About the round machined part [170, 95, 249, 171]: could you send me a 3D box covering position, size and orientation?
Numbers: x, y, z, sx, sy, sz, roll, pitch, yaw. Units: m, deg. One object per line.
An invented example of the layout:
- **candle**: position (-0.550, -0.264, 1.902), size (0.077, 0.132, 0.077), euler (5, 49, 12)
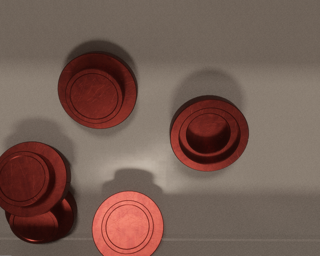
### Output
- **round machined part**: position (0.062, 0.004, 0.405), size (0.099, 0.042, 0.097), euler (0, 110, -1)

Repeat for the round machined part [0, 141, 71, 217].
- **round machined part**: position (-0.170, 0.065, 0.401), size (0.099, 0.042, 0.097), euler (0, 80, -1)

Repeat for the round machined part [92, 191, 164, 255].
- **round machined part**: position (-0.044, 0.135, 0.425), size (0.099, 0.042, 0.098), euler (1, 71, -4)

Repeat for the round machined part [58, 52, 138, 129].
- **round machined part**: position (-0.078, -0.044, 0.385), size (0.099, 0.042, 0.097), euler (0, 110, -1)

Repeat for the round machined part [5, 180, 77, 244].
- **round machined part**: position (-0.174, 0.126, 0.446), size (0.099, 0.042, 0.097), euler (0, 110, -1)
